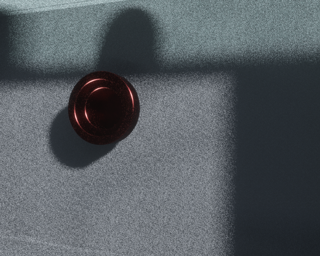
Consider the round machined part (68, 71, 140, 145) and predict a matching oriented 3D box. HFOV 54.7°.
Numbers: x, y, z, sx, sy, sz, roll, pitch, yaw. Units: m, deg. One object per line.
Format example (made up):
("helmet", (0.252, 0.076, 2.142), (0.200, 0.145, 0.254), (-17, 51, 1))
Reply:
("round machined part", (-0.072, -0.026, 0.426), (0.098, 0.042, 0.097), (0, 90, 19))
